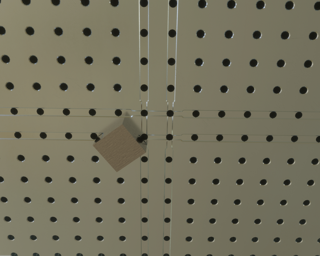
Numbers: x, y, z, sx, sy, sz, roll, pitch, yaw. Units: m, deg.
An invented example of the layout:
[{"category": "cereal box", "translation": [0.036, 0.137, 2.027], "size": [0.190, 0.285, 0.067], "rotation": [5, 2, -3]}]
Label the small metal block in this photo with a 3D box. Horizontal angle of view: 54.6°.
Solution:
[{"category": "small metal block", "translation": [-0.054, 0.023, 0.422], "size": [0.050, 0.025, 0.050], "rotation": [-35, 107, 12]}]
